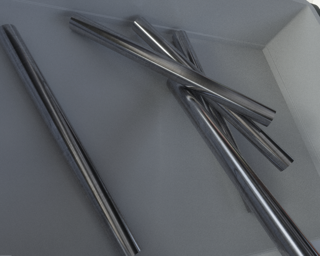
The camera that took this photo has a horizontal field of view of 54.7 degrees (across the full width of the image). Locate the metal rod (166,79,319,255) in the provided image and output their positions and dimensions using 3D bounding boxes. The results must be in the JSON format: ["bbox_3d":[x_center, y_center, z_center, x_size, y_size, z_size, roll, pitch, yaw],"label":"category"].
[{"bbox_3d":[0.068,0.019,0.349,0.025,0.025,0.300,5,34,-26],"label":"metal rod"}]

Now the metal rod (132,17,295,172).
[{"bbox_3d":[0.069,-0.055,0.446,0.300,0.025,0.025,46,51,12],"label":"metal rod"}]

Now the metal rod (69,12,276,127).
[{"bbox_3d":[0.013,-0.081,0.421,0.301,0.025,0.025,27,51,4],"label":"metal rod"}]

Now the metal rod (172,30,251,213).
[{"bbox_3d":[0.080,-0.023,0.462,0.025,0.025,0.299,-7,65,-31],"label":"metal rod"}]

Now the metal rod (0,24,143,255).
[{"bbox_3d":[-0.107,0.006,0.344,0.025,0.025,0.299,-24,75,-36],"label":"metal rod"}]
